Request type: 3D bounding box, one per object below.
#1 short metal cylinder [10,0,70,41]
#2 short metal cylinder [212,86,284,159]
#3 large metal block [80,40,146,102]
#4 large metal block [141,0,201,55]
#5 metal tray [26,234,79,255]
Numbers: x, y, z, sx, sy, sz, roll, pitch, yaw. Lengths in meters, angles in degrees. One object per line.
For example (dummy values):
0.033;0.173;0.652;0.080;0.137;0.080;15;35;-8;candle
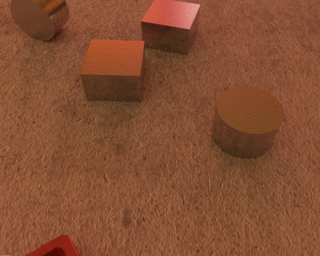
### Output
-0.205;-0.198;0.533;0.080;0.080;0.050;15;52;12;short metal cylinder
0.109;-0.008;0.395;0.081;0.050;0.080;0;50;0;short metal cylinder
-0.065;-0.085;0.458;0.080;0.050;0.080;2;50;1;large metal block
0.020;-0.177;0.536;0.080;0.050;0.080;13;51;11;large metal block
-0.118;0.165;0.260;0.131;0.030;0.090;-27;55;-21;metal tray
